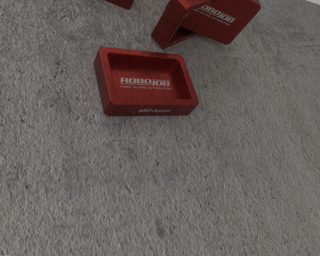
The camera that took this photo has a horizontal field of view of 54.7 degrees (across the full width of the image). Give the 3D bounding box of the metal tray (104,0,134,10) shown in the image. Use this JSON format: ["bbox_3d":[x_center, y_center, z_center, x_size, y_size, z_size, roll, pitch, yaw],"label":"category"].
[{"bbox_3d":[-0.100,-0.255,0.502,0.131,0.030,0.090,16,55,-19],"label":"metal tray"}]

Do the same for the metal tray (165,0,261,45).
[{"bbox_3d":[0.086,-0.197,0.510,0.131,0.090,0.030,13,52,-25],"label":"metal tray"}]

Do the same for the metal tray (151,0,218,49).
[{"bbox_3d":[0.054,-0.185,0.503,0.131,0.090,0.030,-34,81,-38],"label":"metal tray"}]

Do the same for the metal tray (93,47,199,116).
[{"bbox_3d":[-0.018,-0.063,0.428,0.131,0.030,0.090,-2,63,-29],"label":"metal tray"}]
